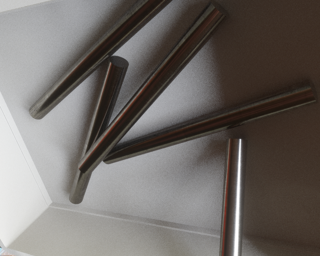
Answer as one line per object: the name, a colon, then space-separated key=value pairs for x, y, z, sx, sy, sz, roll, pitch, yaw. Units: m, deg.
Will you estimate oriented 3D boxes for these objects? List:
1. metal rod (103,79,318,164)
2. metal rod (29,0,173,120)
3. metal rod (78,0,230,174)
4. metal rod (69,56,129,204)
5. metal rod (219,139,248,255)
metal rod: x=0.036 y=0.004 z=0.390 sx=0.300 sy=0.025 sz=0.025 roll=-19 pitch=109 yaw=35
metal rod: x=-0.093 y=-0.084 z=0.403 sx=0.299 sy=0.025 sz=0.025 roll=-30 pitch=102 yaw=37
metal rod: x=-0.027 y=-0.029 z=0.388 sx=0.025 sy=0.025 sz=0.299 roll=43 pitch=124 yaw=-2
metal rod: x=-0.102 y=0.023 z=0.474 sx=0.025 sy=0.025 sz=0.298 roll=32 pitch=128 yaw=7
metal rod: x=0.080 y=0.162 z=0.355 sx=0.025 sy=0.025 sz=0.298 roll=2 pitch=83 yaw=27
